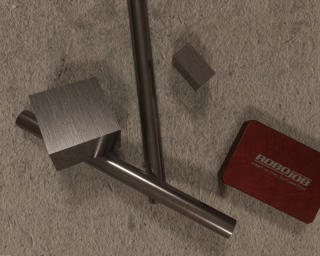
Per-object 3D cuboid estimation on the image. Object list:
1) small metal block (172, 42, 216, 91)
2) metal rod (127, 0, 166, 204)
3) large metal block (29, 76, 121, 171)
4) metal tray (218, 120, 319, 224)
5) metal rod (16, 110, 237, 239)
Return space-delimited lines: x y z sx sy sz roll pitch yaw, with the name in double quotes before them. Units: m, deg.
"small metal block" 0.042 -0.077 0.398 0.025 0.050 0.050 -41 91 0
"metal rod" -0.018 -0.051 0.409 0.025 0.025 0.298 -6 90 -1
"large metal block" -0.100 -0.006 0.372 0.081 0.050 0.080 -20 66 -18
"metal tray" 0.155 0.056 0.410 0.131 0.030 0.090 27 90 -1
"metal rod" -0.048 0.054 0.389 0.301 0.025 0.025 27 90 7
